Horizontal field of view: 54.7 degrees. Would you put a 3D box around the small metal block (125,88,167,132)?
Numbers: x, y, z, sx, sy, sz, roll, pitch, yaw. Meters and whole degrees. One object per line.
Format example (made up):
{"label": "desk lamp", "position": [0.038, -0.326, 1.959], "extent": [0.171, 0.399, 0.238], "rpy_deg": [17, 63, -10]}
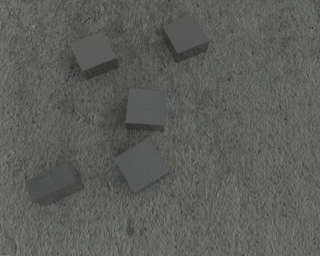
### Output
{"label": "small metal block", "position": [-0.018, -0.024, 0.417], "extent": [0.050, 0.025, 0.050], "rpy_deg": [4, 70, 1]}

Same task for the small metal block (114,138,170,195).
{"label": "small metal block", "position": [-0.022, 0.049, 0.390], "extent": [0.050, 0.025, 0.050], "rpy_deg": [-31, 73, -11]}

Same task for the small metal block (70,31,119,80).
{"label": "small metal block", "position": [-0.094, -0.104, 0.445], "extent": [0.050, 0.025, 0.050], "rpy_deg": [-24, 72, -9]}

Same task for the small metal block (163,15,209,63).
{"label": "small metal block", "position": [0.037, -0.131, 0.456], "extent": [0.050, 0.025, 0.050], "rpy_deg": [-23, 72, -8]}

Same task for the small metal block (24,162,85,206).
{"label": "small metal block", "position": [-0.123, 0.068, 0.369], "extent": [0.050, 0.050, 0.025], "rpy_deg": [-25, 72, -9]}
